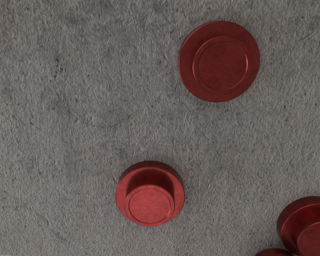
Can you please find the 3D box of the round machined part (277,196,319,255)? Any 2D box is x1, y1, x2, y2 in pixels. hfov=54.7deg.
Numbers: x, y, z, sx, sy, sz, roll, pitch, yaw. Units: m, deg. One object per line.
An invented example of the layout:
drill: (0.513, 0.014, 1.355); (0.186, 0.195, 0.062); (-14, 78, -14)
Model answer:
round machined part: (0.230, 0.154, 0.459); (0.099, 0.042, 0.097); (0, 110, 0)

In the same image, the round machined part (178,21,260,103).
round machined part: (0.072, -0.077, 0.373); (0.099, 0.042, 0.097); (0, 110, 0)

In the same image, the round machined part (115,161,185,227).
round machined part: (-0.014, 0.099, 0.437); (0.099, 0.042, 0.097); (0, 110, 0)

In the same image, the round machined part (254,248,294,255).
round machined part: (0.180, 0.225, 0.478); (0.099, 0.042, 0.097); (3, 121, 6)
